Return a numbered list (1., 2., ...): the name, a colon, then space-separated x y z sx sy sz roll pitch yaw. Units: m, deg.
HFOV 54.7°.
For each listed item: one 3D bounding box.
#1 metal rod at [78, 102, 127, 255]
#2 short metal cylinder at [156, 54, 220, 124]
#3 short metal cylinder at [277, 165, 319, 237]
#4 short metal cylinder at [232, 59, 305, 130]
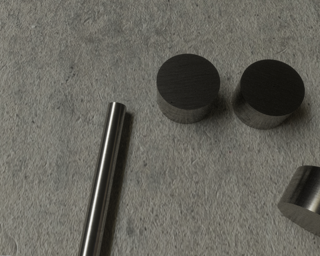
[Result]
1. metal rod: -0.076 0.110 0.367 0.025 0.025 0.299 7 70 2
2. short metal cylinder: 0.036 -0.051 0.414 0.081 0.050 0.080 0 70 0
3. short metal cylinder: 0.182 0.086 0.349 0.080 0.080 0.050 32 73 11
4. short metal cylinder: 0.141 -0.043 0.412 0.081 0.050 0.080 0 70 0
